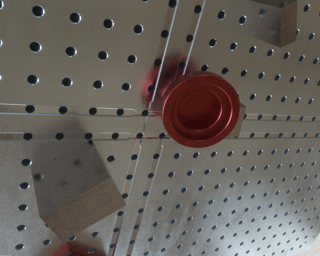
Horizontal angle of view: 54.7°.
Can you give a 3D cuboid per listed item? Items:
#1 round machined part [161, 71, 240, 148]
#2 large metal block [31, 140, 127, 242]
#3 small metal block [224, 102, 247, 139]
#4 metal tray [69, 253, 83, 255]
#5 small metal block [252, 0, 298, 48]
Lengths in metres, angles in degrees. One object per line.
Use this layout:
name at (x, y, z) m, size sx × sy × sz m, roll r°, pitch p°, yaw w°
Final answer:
round machined part at (0.049, -0.026, 0.400) m, size 0.099 × 0.042 × 0.097 m, roll -3°, pitch 115°, yaw -7°
large metal block at (-0.097, 0.071, 0.367) m, size 0.080 × 0.080 × 0.050 m, roll -28°, pitch 128°, yaw -11°
small metal block at (0.095, -0.012, 0.458) m, size 0.050 × 0.025 × 0.050 m, roll -8°, pitch 122°, yaw -25°
metal tray at (-0.147, 0.264, 0.492) m, size 0.130 × 0.030 × 0.090 m, roll -46°, pitch 130°, yaw 3°
small metal block at (0.145, -0.136, 0.392) m, size 0.025 × 0.050 × 0.050 m, roll -26°, pitch 128°, yaw -12°
